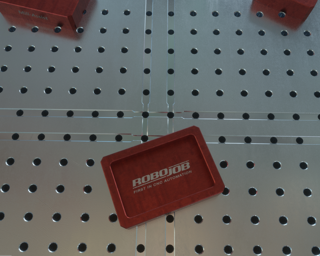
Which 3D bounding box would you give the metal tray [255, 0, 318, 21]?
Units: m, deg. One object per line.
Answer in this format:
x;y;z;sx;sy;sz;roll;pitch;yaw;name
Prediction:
0.221;-0.245;0.500;0.090;0.030;0.130;29;72;10;metal tray

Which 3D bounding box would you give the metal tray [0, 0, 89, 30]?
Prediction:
-0.181;-0.212;0.486;0.131;0.030;0.090;15;71;5;metal tray

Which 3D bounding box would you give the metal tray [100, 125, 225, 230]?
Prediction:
0.002;0.060;0.387;0.131;0.030;0.090;-19;71;-7;metal tray
